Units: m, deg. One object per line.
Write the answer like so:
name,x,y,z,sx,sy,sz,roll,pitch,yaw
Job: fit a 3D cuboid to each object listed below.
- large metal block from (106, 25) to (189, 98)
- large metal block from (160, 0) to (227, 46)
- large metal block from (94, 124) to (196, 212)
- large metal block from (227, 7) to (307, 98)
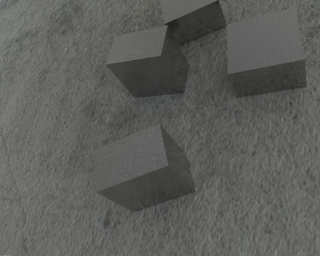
large metal block,-0.014,-0.088,0.428,0.080,0.080,0.050,-3,61,26
large metal block,0.049,-0.182,0.473,0.080,0.050,0.080,-19,54,16
large metal block,-0.016,0.049,0.346,0.080,0.080,0.050,-22,54,14
large metal block,0.128,-0.089,0.375,0.080,0.050,0.080,-8,58,24
